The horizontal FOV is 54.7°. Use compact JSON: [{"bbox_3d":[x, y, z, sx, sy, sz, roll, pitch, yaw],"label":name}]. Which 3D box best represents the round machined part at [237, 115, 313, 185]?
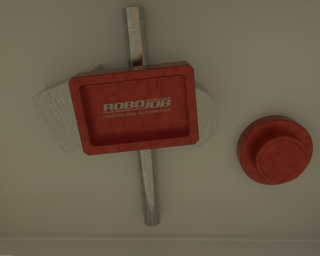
[{"bbox_3d":[0.158,0.035,0.418,0.099,0.042,0.097,0,110,-1],"label":"round machined part"}]

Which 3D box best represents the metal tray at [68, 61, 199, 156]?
[{"bbox_3d":[-0.026,-0.022,0.346,0.131,0.030,0.089,-6,110,1],"label":"metal tray"}]

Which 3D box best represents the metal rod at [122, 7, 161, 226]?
[{"bbox_3d":[-0.021,-0.001,0.410,0.025,0.025,0.298,-4,110,1],"label":"metal rod"}]

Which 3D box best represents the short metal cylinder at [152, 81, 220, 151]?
[{"bbox_3d":[0.031,-0.018,0.392,0.081,0.050,0.079,0,110,-1],"label":"short metal cylinder"}]

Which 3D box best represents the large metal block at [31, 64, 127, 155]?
[{"bbox_3d":[-0.096,-0.024,0.388,0.080,0.050,0.080,-22,109,7],"label":"large metal block"}]
